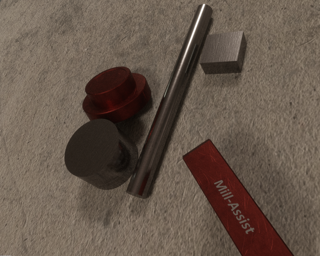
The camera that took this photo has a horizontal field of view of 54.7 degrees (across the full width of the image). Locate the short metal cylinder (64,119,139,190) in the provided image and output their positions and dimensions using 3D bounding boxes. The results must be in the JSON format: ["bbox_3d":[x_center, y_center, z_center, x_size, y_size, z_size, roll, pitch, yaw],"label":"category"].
[{"bbox_3d":[-0.075,0.035,0.405,0.080,0.050,0.080,-13,57,21],"label":"short metal cylinder"}]

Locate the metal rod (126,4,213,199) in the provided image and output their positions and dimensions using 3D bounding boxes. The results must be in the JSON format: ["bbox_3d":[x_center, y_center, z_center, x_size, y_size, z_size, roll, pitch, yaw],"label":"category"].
[{"bbox_3d":[0.020,-0.051,0.423,0.025,0.025,0.300,7,65,31],"label":"metal rod"}]

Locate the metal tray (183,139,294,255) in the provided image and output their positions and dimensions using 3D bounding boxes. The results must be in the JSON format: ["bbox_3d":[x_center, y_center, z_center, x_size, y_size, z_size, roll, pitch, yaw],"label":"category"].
[{"bbox_3d":[0.075,0.080,0.273,0.030,0.090,0.130,-35,52,5],"label":"metal tray"}]

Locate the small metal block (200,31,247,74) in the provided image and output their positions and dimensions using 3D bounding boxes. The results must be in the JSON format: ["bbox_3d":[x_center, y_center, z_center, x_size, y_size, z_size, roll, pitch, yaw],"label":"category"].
[{"bbox_3d":[0.087,-0.101,0.420,0.050,0.025,0.050,3,63,29],"label":"small metal block"}]

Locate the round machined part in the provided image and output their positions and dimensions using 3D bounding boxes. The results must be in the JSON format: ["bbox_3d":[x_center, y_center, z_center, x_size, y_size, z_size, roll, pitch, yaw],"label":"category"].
[{"bbox_3d":[-0.065,-0.051,0.438,0.098,0.042,0.098,-15,36,12],"label":"round machined part"}]
